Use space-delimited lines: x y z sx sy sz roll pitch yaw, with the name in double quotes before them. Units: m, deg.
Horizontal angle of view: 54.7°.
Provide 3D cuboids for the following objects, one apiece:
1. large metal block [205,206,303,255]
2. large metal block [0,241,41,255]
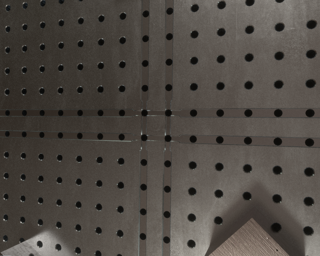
"large metal block" 0.109 0.154 0.361 0.080 0.050 0.080 46 104 14
"large metal block" -0.216 0.238 0.474 0.080 0.050 0.080 37 102 16
